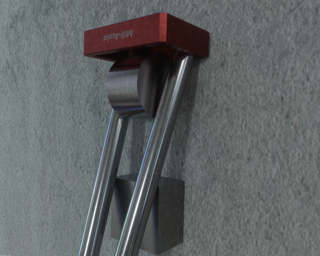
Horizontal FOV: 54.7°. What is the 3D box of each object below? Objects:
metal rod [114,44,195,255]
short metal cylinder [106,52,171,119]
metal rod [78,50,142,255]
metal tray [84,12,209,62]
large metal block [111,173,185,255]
[{"bbox_3d":[-0.010,0.045,0.352,0.025,0.025,0.299,11,82,39],"label":"metal rod"},{"bbox_3d":[-0.019,-0.051,0.385,0.050,0.081,0.079,3,92,39],"label":"short metal cylinder"},{"bbox_3d":[-0.064,0.042,0.397,0.025,0.025,0.299,3,76,39],"label":"metal rod"},{"bbox_3d":[-0.018,-0.102,0.377,0.130,0.091,0.030,3,92,39],"label":"metal tray"},{"bbox_3d":[-0.017,0.105,0.399,0.080,0.050,0.079,2,92,39],"label":"large metal block"}]
